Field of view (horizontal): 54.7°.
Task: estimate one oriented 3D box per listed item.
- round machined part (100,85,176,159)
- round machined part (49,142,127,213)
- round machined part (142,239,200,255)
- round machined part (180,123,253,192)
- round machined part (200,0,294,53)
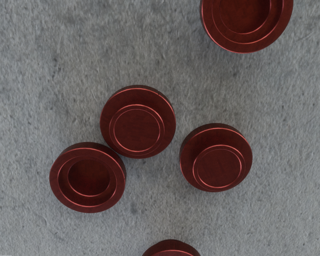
[{"bbox_3d":[-0.028,-0.004,0.399,0.099,0.042,0.097,0,110,-1],"label":"round machined part"},{"bbox_3d":[-0.095,0.063,0.423,0.099,0.042,0.097,0,110,-1],"label":"round machined part"},{"bbox_3d":[0.017,0.213,0.480,0.099,0.042,0.097,0,110,-1],"label":"round machined part"},{"bbox_3d":[0.077,0.046,0.419,0.099,0.042,0.097,0,110,-1],"label":"round machined part"},{"bbox_3d":[0.094,-0.137,0.352,0.099,0.042,0.097,0,110,-1],"label":"round machined part"}]
